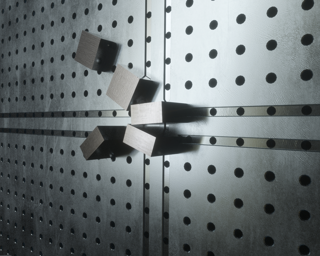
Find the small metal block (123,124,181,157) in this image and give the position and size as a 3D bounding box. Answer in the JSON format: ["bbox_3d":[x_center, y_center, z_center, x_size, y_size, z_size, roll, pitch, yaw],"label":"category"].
[{"bbox_3d":[-0.010,0.014,0.400,0.050,0.050,0.025,24,105,37],"label":"small metal block"}]

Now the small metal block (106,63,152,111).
[{"bbox_3d":[-0.046,-0.058,0.445,0.050,0.025,0.050,38,113,33],"label":"small metal block"}]

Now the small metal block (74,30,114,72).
[{"bbox_3d":[-0.106,-0.123,0.494,0.050,0.025,0.050,32,110,35],"label":"small metal block"}]

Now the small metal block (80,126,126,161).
[{"bbox_3d":[-0.081,0.022,0.457,0.050,0.050,0.025,-45,63,30],"label":"small metal block"}]

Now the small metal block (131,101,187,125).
[{"bbox_3d":[-0.001,-0.018,0.392,0.050,0.050,0.025,-4,88,39],"label":"small metal block"}]
